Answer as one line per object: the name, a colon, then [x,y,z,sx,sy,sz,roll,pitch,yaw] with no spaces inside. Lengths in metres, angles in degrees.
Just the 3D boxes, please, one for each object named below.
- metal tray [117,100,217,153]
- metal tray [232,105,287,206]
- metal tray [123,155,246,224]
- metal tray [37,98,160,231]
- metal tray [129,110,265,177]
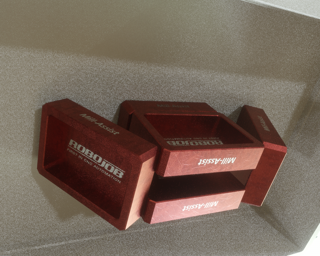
metal tray: [0.007,0.011,0.414,0.131,0.030,0.089,-1,119,-29]
metal tray: [0.126,0.033,0.429,0.030,0.130,0.089,14,115,-2]
metal tray: [0.027,0.066,0.381,0.131,0.090,0.030,-1,118,-29]
metal tray: [-0.071,0.035,0.324,0.030,0.130,0.089,-26,137,-55]
metal tray: [0.041,0.013,0.355,0.131,0.090,0.030,0,118,-29]
